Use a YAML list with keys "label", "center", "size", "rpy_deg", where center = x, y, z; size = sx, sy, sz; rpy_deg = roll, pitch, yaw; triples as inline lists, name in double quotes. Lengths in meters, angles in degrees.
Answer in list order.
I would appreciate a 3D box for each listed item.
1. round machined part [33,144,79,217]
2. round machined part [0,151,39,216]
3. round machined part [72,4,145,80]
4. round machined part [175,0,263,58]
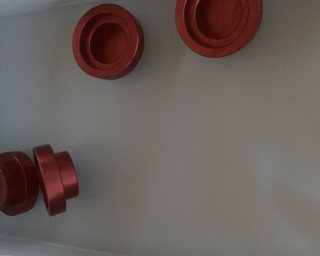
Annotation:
- label: "round machined part"
  center: [-0.144, 0.069, 0.433]
  size: [0.098, 0.042, 0.097]
  rpy_deg: [37, 133, 52]
- label: "round machined part"
  center: [-0.233, 0.085, 0.470]
  size: [0.098, 0.042, 0.097]
  rpy_deg: [2, 94, 33]
- label: "round machined part"
  center: [-0.066, -0.114, 0.424]
  size: [0.098, 0.042, 0.097]
  rpy_deg: [0, 90, 19]
- label: "round machined part"
  center: [0.071, -0.135, 0.366]
  size: [0.098, 0.042, 0.097]
  rpy_deg: [10, 112, 26]
